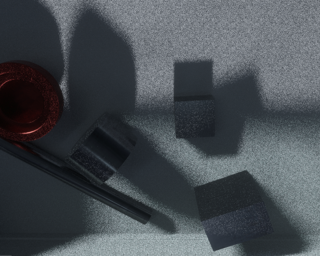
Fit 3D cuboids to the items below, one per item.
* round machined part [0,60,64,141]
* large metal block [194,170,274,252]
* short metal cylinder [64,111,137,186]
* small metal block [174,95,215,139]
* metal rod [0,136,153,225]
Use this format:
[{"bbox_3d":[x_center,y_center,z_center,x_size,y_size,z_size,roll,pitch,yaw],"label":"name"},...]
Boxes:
[{"bbox_3d":[-0.170,-0.036,0.387,0.099,0.042,0.097,0,110,-1],"label":"round machined part"},{"bbox_3d":[0.097,0.110,0.424,0.080,0.080,0.050,-20,109,7],"label":"large metal block"},{"bbox_3d":[-0.074,0.025,0.390,0.050,0.080,0.080,42,105,-14],"label":"short metal cylinder"},{"bbox_3d":[0.045,-0.015,0.406,0.050,0.025,0.050,-3,110,0],"label":"small metal block"},{"bbox_3d":[-0.144,0.056,0.429,0.301,0.025,0.025,31,107,-11],"label":"metal rod"}]
